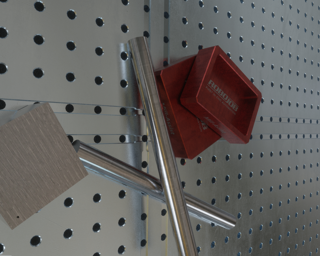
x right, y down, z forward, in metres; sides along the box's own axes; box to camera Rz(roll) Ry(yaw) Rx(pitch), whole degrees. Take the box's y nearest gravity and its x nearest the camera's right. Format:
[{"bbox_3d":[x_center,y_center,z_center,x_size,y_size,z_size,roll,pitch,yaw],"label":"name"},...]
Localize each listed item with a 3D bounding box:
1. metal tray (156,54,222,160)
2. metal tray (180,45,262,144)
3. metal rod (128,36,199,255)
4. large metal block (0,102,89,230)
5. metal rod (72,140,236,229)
[{"bbox_3d":[0.042,-0.031,0.443,0.091,0.030,0.129,-31,110,-36],"label":"metal tray"},{"bbox_3d":[0.093,-0.044,0.446,0.130,0.030,0.090,35,67,-36],"label":"metal tray"},{"bbox_3d":[0.006,0.035,0.390,0.025,0.025,0.298,-14,91,-39],"label":"metal rod"},{"bbox_3d":[-0.128,0.031,0.287,0.080,0.050,0.080,-37,113,-34],"label":"large metal block"},{"bbox_3d":[0.010,0.089,0.420,0.301,0.025,0.025,32,70,-36],"label":"metal rod"}]
